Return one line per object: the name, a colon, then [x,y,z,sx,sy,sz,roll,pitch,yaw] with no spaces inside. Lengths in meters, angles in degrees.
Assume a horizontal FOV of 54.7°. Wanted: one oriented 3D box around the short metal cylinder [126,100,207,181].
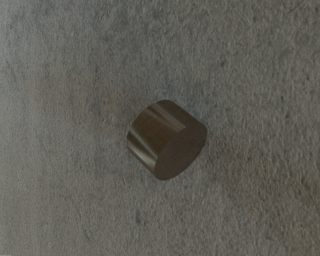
short metal cylinder: [0.008,0.014,0.360,0.050,0.081,0.079,41,115,32]
